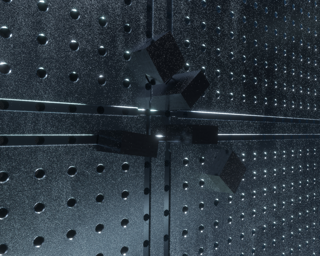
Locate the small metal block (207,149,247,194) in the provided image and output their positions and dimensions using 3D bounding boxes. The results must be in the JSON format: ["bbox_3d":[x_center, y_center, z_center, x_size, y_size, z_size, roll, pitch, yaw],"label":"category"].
[{"bbox_3d":[0.108,0.070,0.499,0.050,0.025,0.050,49,61,-29],"label":"small metal block"}]

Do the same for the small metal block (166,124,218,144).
[{"bbox_3d":[0.044,0.009,0.429,0.050,0.050,0.025,3,89,-40],"label":"small metal block"}]

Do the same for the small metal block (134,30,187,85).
[{"bbox_3d":[0.001,-0.092,0.409,0.050,0.025,0.050,-44,117,-31],"label":"small metal block"}]

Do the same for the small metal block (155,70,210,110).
[{"bbox_3d":[0.030,-0.050,0.417,0.050,0.050,0.025,-50,120,-28],"label":"small metal block"}]

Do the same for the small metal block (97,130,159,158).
[{"bbox_3d":[-0.037,0.018,0.361,0.050,0.050,0.025,11,83,-39],"label":"small metal block"}]
